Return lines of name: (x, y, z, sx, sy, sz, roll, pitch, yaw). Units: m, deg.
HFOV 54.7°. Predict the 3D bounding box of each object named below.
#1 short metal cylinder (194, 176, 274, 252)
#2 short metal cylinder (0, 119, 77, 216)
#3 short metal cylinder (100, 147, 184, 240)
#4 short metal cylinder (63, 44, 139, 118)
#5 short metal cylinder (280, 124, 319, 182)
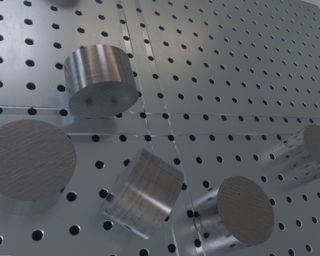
short metal cylinder: (0.089, 0.105, 0.376, 0.081, 0.050, 0.080, 14, 56, -21)
short metal cylinder: (-0.127, 0.038, 0.300, 0.081, 0.050, 0.080, 13, 56, -21)
short metal cylinder: (-0.019, 0.067, 0.322, 0.050, 0.080, 0.080, 34, 51, -7)
short metal cylinder: (-0.070, -0.053, 0.367, 0.081, 0.080, 0.050, -2, 63, -29)
short metal cylinder: (0.242, 0.041, 0.497, 0.081, 0.050, 0.080, 14, 56, -21)
